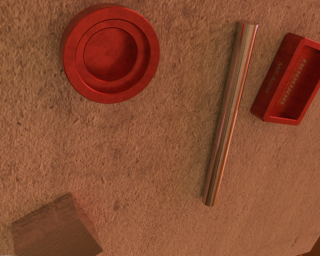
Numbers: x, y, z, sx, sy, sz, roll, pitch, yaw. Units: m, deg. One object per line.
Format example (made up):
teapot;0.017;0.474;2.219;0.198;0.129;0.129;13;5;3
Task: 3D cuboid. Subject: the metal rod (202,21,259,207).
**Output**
metal rod;0.098;-0.003;0.460;0.025;0.025;0.298;-9;122;-24

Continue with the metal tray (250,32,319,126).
metal tray;0.204;-0.070;0.474;0.091;0.030;0.129;5;116;-31

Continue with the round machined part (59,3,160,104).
round machined part;-0.053;-0.078;0.320;0.099;0.042;0.097;-14;125;-21

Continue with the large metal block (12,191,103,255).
large metal block;-0.133;0.144;0.408;0.080;0.050;0.080;-28;128;-11
